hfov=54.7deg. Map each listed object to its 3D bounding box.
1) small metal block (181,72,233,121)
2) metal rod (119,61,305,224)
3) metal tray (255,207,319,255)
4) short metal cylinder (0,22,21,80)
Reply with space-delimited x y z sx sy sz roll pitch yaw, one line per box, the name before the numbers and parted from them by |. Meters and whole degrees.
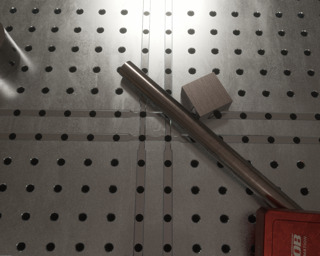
small metal block | 0.063 -0.042 0.428 0.050 0.025 0.050 -26 72 -10
metal rod | 0.059 0.012 0.408 0.300 0.025 0.025 42 75 13
metal tray | 0.153 0.157 0.339 0.091 0.030 0.129 5 82 1
short metal cylinder | -0.248 -0.111 0.436 0.081 0.050 0.080 0 70 0
